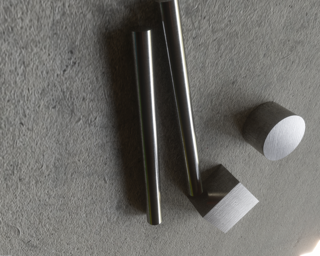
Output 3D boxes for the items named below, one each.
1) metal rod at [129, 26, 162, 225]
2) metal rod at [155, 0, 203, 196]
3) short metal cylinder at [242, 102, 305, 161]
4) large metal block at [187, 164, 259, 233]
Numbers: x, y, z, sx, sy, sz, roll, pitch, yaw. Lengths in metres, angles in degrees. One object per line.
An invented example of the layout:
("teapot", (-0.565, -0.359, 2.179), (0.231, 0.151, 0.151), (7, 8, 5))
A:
("metal rod", (-0.015, 0.019, 0.410), (0.025, 0.025, 0.298), (-16, 125, -19))
("metal rod", (0.032, -0.018, 0.413), (0.025, 0.025, 0.298), (-23, 127, -15))
("short metal cylinder", (0.180, 0.005, 0.492), (0.081, 0.050, 0.079), (-14, 124, -21))
("large metal block", (0.107, 0.120, 0.524), (0.080, 0.050, 0.080), (-45, 129, 3))
